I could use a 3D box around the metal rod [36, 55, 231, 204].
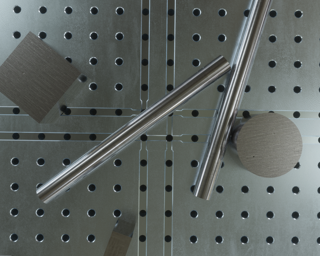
[{"bbox_3d":[-0.034,0.002,0.412,0.301,0.025,0.025,-36,90,0],"label":"metal rod"}]

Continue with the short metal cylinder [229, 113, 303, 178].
[{"bbox_3d":[0.134,0.021,0.402,0.081,0.050,0.079,0,90,0],"label":"short metal cylinder"}]

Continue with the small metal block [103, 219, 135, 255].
[{"bbox_3d":[-0.054,0.152,0.400,0.025,0.050,0.050,20,90,0],"label":"small metal block"}]

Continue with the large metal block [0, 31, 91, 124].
[{"bbox_3d":[-0.152,-0.062,0.399,0.080,0.050,0.080,39,90,0],"label":"large metal block"}]

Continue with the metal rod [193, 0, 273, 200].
[{"bbox_3d":[0.100,-0.051,0.413,0.025,0.025,0.298,17,90,0],"label":"metal rod"}]
